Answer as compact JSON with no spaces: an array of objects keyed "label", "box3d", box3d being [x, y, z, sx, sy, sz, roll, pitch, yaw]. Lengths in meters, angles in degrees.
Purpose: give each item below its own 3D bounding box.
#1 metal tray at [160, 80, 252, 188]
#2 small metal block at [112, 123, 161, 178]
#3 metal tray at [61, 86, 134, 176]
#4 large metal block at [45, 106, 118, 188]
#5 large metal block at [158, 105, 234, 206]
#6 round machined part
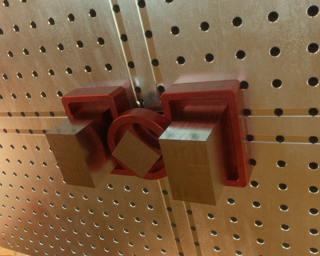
[{"label":"metal tray","box3d":[0.059,0.010,0.382,0.090,0.030,0.129,0,118,28]},{"label":"small metal block","box3d":[-0.025,0.027,0.389,0.050,0.025,0.050,38,129,2]},{"label":"metal tray","box3d":[-0.081,0.007,0.454,0.090,0.030,0.129,1,119,28]},{"label":"large metal block","box3d":[-0.097,0.023,0.424,0.050,0.080,0.080,1,119,28]},{"label":"large metal block","box3d":[0.046,0.027,0.351,0.050,0.080,0.080,2,119,28]},{"label":"round machined part","box3d":[-0.016,0.017,0.408,0.098,0.042,0.097,13,124,21]}]
